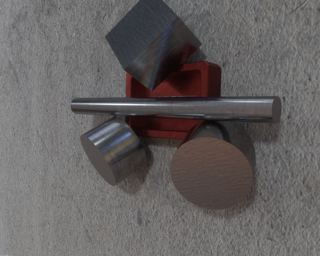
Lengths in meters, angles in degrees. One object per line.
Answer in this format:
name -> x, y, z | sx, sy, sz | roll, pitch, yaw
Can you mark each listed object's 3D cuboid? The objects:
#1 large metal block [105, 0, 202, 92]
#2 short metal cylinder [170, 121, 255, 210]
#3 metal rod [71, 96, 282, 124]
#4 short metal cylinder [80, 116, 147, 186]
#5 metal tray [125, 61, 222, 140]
large metal block -> -0.010, -0.105, 0.370 | 0.080, 0.050, 0.080 | -42, 47, 14
short metal cylinder -> 0.056, 0.037, 0.323 | 0.080, 0.050, 0.079 | 7, 114, 16
metal rod -> -0.010, -0.025, 0.375 | 0.300, 0.025, 0.025 | 4, 93, 39
short metal cylinder -> -0.063, 0.031, 0.418 | 0.080, 0.050, 0.080 | 40, 150, 30
metal tray -> 0.012, -0.032, 0.394 | 0.130, 0.030, 0.089 | 3, 92, 40
